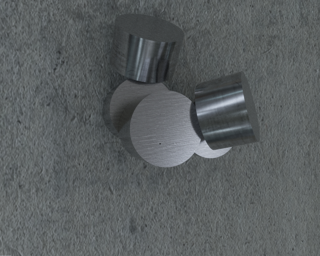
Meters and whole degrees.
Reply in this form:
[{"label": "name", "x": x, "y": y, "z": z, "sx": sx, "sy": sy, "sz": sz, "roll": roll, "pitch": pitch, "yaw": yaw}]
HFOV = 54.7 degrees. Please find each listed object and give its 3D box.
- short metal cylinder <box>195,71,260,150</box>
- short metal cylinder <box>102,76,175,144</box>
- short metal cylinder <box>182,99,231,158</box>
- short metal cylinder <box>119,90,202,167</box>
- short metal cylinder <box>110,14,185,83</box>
[{"label": "short metal cylinder", "x": 0.078, "y": -0.019, "z": 0.350, "sx": 0.050, "sy": 0.080, "sz": 0.080, "roll": -13, "pitch": 97, "yaw": 23}, {"label": "short metal cylinder", "x": -0.028, "y": -0.021, "z": 0.387, "sx": 0.081, "sy": 0.050, "sz": 0.079, "roll": 0, "pitch": 90, "yaw": -21}, {"label": "short metal cylinder", "x": 0.057, "y": -0.001, "z": 0.419, "sx": 0.081, "sy": 0.050, "sz": 0.079, "roll": 0, "pitch": 90, "yaw": -21}, {"label": "short metal cylinder", "x": -0.001, "y": 0.001, "z": 0.344, "sx": 0.081, "sy": 0.050, "sz": 0.079, "roll": 0, "pitch": 90, "yaw": -21}, {"label": "short metal cylinder", "x": -0.016, "y": -0.096, "z": 0.369, "sx": 0.081, "sy": 0.080, "sz": 0.050, "roll": 0, "pitch": 129, "yaw": -20}]
